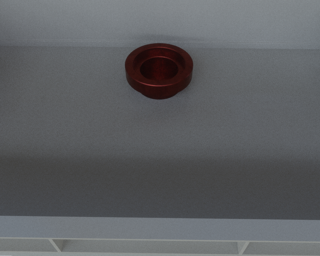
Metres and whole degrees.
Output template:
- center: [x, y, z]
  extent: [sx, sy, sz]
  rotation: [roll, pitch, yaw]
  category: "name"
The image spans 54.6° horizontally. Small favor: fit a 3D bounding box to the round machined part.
- center: [-0.001, -0.080, 0.462]
  extent: [0.099, 0.042, 0.098]
  rotation: [0, 50, 0]
  category: "round machined part"
